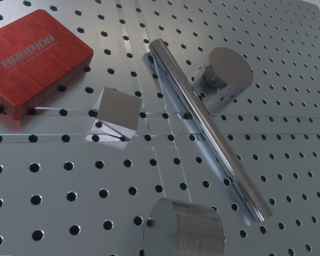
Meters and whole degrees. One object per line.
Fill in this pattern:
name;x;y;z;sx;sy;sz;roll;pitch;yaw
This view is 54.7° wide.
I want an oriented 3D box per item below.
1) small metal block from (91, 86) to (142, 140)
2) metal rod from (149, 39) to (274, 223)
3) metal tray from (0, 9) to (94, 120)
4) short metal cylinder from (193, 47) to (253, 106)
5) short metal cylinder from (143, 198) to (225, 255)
small metal block;-0.054;-0.018;0.390;0.050;0.025;0.050;18;55;-18
metal rod;0.066;-0.006;0.447;0.025;0.025;0.299;-20;72;-36
metal tray;-0.155;-0.081;0.371;0.090;0.030;0.131;40;51;-2
short metal cylinder;0.101;-0.082;0.496;0.081;0.050;0.080;14;56;-21
short metal cylinder;0.021;0.115;0.314;0.050;0.080;0.080;16;55;-19
